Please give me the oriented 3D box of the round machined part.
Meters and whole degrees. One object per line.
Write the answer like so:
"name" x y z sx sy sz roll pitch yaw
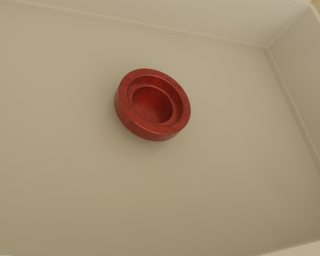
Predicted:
"round machined part" -0.013 -0.026 0.403 0.099 0.042 0.098 13 56 -21
